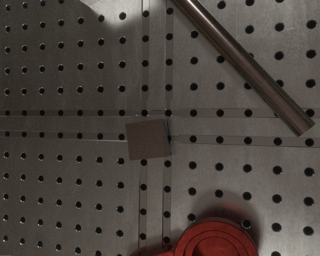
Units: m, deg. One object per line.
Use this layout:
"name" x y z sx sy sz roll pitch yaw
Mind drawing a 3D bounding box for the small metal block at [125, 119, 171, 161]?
"small metal block" -0.016 0.016 0.417 0.050 0.025 0.050 -8 87 19

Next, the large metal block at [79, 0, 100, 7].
"large metal block" -0.092 -0.218 0.415 0.080 0.080 0.050 -21 83 18

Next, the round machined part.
"round machined part" 0.068 0.157 0.374 0.098 0.042 0.097 -1 87 11

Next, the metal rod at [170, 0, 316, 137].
"metal rod" 0.075 -0.111 0.385 0.025 0.025 0.300 -42 77 15

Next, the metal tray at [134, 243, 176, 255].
"metal tray" 0.007 0.229 0.406 0.090 0.030 0.129 -24 82 18
